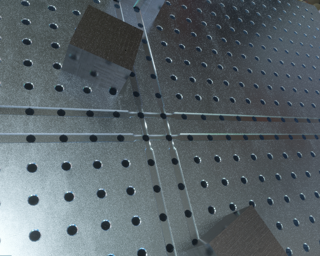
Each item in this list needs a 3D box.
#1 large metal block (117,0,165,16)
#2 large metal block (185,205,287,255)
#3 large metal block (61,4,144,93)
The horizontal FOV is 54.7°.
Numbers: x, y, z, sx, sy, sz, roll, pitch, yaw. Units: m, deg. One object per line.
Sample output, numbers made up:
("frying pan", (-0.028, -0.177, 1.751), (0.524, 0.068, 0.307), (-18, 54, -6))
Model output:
("large metal block", (-0.030, -0.251, 0.531), (0.081, 0.050, 0.080), (16, 55, -20))
("large metal block", (0.091, 0.148, 0.353), (0.081, 0.050, 0.080), (-25, 76, -37))
("large metal block", (-0.075, -0.106, 0.417), (0.080, 0.050, 0.080), (22, 53, -16))
